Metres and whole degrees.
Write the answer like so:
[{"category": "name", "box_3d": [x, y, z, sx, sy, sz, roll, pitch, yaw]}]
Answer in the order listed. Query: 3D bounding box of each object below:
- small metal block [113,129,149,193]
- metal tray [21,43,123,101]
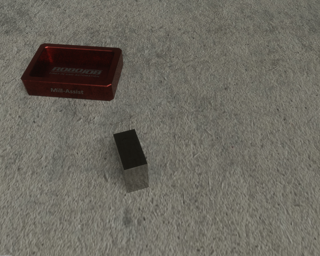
[{"category": "small metal block", "box_3d": [-0.033, 0.038, 0.355, 0.025, 0.050, 0.050, -15, 52, -12]}, {"category": "metal tray", "box_3d": [-0.129, -0.087, 0.471, 0.131, 0.030, 0.090, 4, 50, 3]}]
